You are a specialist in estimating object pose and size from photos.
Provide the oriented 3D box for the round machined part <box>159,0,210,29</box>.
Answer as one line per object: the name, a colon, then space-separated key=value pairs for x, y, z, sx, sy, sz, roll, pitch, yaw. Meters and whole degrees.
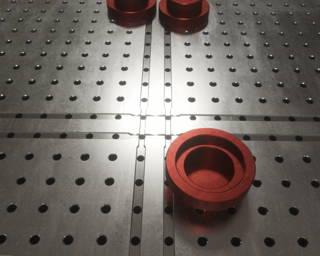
round machined part: x=0.047 y=-0.237 z=0.596 sx=0.099 sy=0.042 sz=0.098 roll=0 pitch=50 yaw=0

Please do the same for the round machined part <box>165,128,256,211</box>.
round machined part: x=0.055 y=0.050 z=0.355 sx=0.099 sy=0.042 sz=0.098 roll=0 pitch=50 yaw=0

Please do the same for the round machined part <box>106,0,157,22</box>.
round machined part: x=-0.056 y=-0.253 z=0.609 sx=0.099 sy=0.042 sz=0.098 roll=0 pitch=50 yaw=0
